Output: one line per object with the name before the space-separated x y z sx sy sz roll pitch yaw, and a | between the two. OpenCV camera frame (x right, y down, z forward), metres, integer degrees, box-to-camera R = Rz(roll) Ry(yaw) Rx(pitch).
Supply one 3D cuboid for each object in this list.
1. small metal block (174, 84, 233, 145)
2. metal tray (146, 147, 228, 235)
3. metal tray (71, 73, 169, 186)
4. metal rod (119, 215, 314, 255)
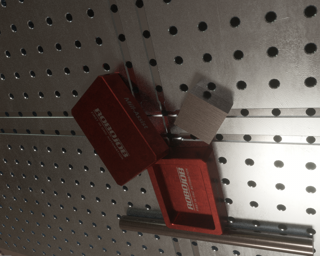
small metal block | 0.052 -0.016 0.373 0.050 0.025 0.050 30 128 8
metal tray | 0.039 0.090 0.441 0.090 0.030 0.129 -2 118 29
metal tray | -0.057 0.003 0.417 0.090 0.030 0.130 -40 81 38
metal rod | 0.067 0.160 0.473 0.300 0.025 0.025 -3 117 29
